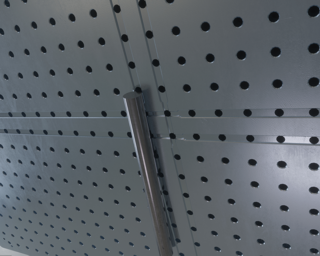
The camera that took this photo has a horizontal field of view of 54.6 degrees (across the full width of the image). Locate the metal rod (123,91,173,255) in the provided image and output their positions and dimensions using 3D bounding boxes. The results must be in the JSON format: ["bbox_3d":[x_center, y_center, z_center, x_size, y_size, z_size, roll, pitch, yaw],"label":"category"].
[{"bbox_3d":[-0.013,0.087,0.472,0.025,0.025,0.298,4,121,26],"label":"metal rod"}]
